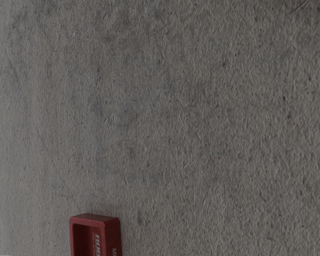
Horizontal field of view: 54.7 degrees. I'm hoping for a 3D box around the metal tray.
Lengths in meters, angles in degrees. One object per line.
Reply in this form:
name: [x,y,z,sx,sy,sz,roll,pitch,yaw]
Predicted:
metal tray: [-0.100,0.205,0.484,0.090,0.030,0.129,-7,86,39]
